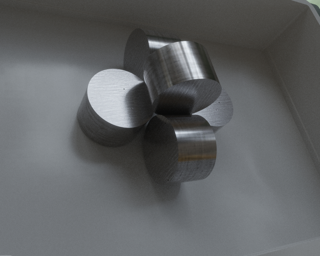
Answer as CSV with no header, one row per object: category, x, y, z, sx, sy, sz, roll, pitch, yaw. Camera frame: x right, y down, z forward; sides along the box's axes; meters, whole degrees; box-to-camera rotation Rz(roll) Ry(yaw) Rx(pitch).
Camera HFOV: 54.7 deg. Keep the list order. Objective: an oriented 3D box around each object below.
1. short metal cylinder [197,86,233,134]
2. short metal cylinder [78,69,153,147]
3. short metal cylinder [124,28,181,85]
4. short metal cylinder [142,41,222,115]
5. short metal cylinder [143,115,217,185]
short metal cylinder,0.054,-0.026,0.431,0.081,0.050,0.080,14,56,-21
short metal cylinder,-0.053,-0.024,0.373,0.081,0.050,0.080,14,56,-21
short metal cylinder,-0.010,-0.090,0.417,0.050,0.080,0.080,-2,63,-30
short metal cylinder,0.024,-0.053,0.357,0.081,0.080,0.050,-1,62,-29
short metal cylinder,0.021,0.024,0.364,0.050,0.080,0.080,-2,63,-30
